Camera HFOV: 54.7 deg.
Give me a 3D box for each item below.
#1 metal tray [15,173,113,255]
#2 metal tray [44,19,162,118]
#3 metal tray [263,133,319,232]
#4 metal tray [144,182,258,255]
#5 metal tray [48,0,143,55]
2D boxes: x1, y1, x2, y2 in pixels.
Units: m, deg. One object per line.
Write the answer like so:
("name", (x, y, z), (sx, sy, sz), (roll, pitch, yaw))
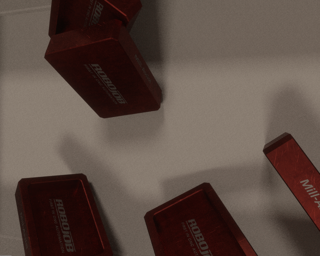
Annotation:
("metal tray", (-0.124, 0.120, 0.392), (0.030, 0.091, 0.130), (-60, 46, 35))
("metal tray", (-0.062, -0.063, 0.377), (0.090, 0.130, 0.030), (-8, 56, 19))
("metal tray", (0.158, 0.066, 0.320), (0.030, 0.090, 0.130), (-36, 79, 16))
("metal tray", (0.041, 0.124, 0.333), (0.090, 0.130, 0.030), (-27, 119, -2))
("metal tray", (-0.084, -0.129, 0.375), (0.090, 0.129, 0.030), (35, 62, -8))
